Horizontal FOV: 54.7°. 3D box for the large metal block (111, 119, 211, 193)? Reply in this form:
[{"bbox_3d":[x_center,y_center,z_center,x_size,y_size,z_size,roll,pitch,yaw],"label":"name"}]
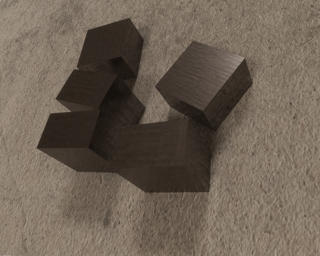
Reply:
[{"bbox_3d":[0.005,0.035,0.343,0.080,0.080,0.050,-6,59,25],"label":"large metal block"}]

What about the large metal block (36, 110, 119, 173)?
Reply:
[{"bbox_3d":[-0.094,0.020,0.404,0.080,0.080,0.050,-2,61,27],"label":"large metal block"}]

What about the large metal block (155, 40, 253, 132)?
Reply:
[{"bbox_3d":[0.056,-0.055,0.391,0.080,0.050,0.080,32,79,37],"label":"large metal block"}]

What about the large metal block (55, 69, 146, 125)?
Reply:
[{"bbox_3d":[-0.080,-0.034,0.429,0.080,0.080,0.050,13,69,33],"label":"large metal block"}]

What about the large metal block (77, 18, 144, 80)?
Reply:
[{"bbox_3d":[-0.078,-0.122,0.502,0.080,0.050,0.080,-7,59,24],"label":"large metal block"}]
